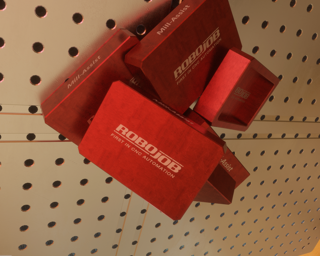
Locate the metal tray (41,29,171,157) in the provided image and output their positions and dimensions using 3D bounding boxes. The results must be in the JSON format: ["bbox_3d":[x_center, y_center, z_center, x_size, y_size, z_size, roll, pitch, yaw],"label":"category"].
[{"bbox_3d":[-0.056,-0.035,0.355,0.130,0.030,0.090,-43,130,2],"label":"metal tray"}]

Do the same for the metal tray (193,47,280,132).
[{"bbox_3d":[0.104,-0.043,0.406,0.131,0.030,0.090,7,118,-56],"label":"metal tray"}]

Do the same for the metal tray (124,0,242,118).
[{"bbox_3d":[0.032,-0.084,0.349,0.130,0.030,0.090,-47,134,-14],"label":"metal tray"}]

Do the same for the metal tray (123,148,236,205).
[{"bbox_3d":[0.018,0.061,0.396,0.090,0.130,0.030,45,54,-39],"label":"metal tray"}]

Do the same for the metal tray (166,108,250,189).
[{"bbox_3d":[0.058,0.019,0.410,0.030,0.090,0.130,-44,129,2],"label":"metal tray"}]

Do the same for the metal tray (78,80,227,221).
[{"bbox_3d":[-0.010,0.021,0.320,0.090,0.130,0.030,-59,169,14],"label":"metal tray"}]
